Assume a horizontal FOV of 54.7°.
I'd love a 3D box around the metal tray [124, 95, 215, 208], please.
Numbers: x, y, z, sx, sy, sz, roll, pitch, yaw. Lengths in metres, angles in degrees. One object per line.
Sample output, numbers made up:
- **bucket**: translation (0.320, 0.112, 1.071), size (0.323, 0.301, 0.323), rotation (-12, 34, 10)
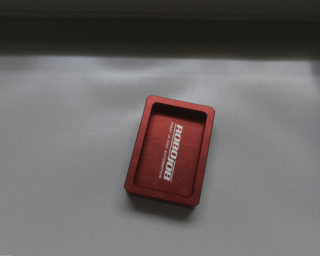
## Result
- **metal tray**: translation (0.014, 0.029, 0.396), size (0.090, 0.030, 0.130), rotation (12, 70, 4)
